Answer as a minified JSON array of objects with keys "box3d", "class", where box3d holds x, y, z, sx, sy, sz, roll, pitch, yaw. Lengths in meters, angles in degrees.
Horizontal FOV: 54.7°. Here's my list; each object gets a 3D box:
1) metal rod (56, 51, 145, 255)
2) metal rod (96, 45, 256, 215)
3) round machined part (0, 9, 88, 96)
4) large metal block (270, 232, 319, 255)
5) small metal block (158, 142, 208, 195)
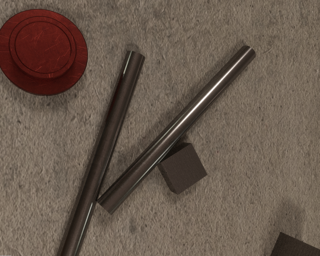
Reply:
[{"box3d":[-0.076,0.048,0.381,0.025,0.025,0.299,20,83,-19],"class":"metal rod"},{"box3d":[0.032,-0.008,0.415,0.301,0.025,0.025,-46,105,-17],"class":"metal rod"},{"box3d":[-0.132,-0.087,0.351,0.099,0.042,0.097,0,90,-21],"class":"round machined part"},{"box3d":[0.209,0.213,0.460,0.050,0.080,0.080,31,80,-18],"class":"large metal block"},{"box3d":[0.028,0.054,0.421,0.050,0.025,0.050,-31,101,-18],"class":"small metal block"}]
